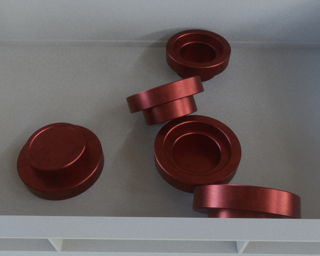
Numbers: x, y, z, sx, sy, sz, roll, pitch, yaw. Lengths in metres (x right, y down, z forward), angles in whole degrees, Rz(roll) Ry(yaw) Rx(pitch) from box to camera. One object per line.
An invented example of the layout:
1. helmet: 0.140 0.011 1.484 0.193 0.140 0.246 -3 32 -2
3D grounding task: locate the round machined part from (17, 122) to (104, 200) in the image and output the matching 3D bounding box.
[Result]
1. round machined part: -0.119 0.032 0.366 0.099 0.042 0.098 0 50 0

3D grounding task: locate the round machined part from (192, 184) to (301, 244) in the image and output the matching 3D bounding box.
1. round machined part: 0.080 0.083 0.293 0.099 0.098 0.042 6 71 5

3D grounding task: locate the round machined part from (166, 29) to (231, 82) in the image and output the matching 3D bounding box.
1. round machined part: 0.059 -0.110 0.486 0.099 0.042 0.098 0 50 0

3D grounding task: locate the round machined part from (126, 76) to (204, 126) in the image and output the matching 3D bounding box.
1. round machined part: 0.010 -0.032 0.398 0.099 0.098 0.042 -18 95 -15

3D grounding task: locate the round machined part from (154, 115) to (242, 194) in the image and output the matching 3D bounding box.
1. round machined part: 0.042 0.034 0.365 0.099 0.042 0.098 0 50 0
